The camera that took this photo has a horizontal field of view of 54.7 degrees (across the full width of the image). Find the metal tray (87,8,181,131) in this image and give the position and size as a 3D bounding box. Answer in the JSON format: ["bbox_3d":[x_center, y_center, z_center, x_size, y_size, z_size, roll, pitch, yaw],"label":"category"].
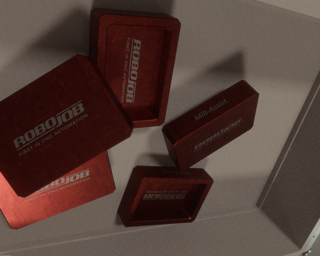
[{"bbox_3d":[-0.032,-0.062,0.350,0.091,0.030,0.129,-6,121,-26],"label":"metal tray"}]

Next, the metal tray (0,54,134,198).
[{"bbox_3d":[-0.103,-0.002,0.306,0.130,0.030,0.090,-30,98,5],"label":"metal tray"}]

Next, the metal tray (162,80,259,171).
[{"bbox_3d":[0.071,0.000,0.427,0.131,0.030,0.090,-31,149,-9],"label":"metal tray"}]

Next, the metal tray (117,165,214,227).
[{"bbox_3d":[0.010,0.105,0.477,0.131,0.030,0.089,7,115,-32],"label":"metal tray"}]

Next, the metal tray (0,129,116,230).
[{"bbox_3d":[-0.126,0.060,0.374,0.131,0.030,0.089,-18,126,-18],"label":"metal tray"}]
